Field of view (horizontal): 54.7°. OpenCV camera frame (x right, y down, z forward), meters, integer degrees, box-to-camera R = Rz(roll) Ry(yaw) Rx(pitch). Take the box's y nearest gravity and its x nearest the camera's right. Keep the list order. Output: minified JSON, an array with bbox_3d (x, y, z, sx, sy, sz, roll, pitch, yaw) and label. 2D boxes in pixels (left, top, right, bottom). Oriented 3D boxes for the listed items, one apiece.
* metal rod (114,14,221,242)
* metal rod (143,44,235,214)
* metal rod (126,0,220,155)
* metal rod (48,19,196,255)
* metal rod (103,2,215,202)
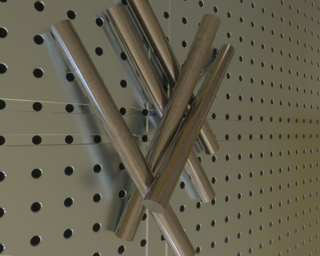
[{"bbox_3d":[0.012,-0.006,0.391,0.025,0.025,0.299,27,82,-37],"label":"metal rod"},{"bbox_3d":[0.052,-0.022,0.413,0.025,0.025,0.301,53,47,-27],"label":"metal rod"},{"bbox_3d":[0.013,-0.087,0.421,0.025,0.025,0.299,-44,117,-31],"label":"metal rod"},{"bbox_3d":[-0.037,0.023,0.348,0.025,0.025,0.299,-34,102,-35],"label":"metal rod"},{"bbox_3d":[0.008,-0.019,0.418,0.025,0.025,0.299,-42,116,-32],"label":"metal rod"}]
